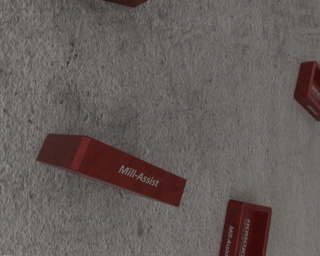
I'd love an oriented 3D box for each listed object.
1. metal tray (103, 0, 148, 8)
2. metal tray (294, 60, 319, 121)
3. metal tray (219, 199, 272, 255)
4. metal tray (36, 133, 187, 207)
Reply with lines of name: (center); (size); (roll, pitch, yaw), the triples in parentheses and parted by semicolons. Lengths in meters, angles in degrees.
metal tray: (-0.072, -0.193, 0.340); (0.131, 0.030, 0.089); (-4, 93, -40)
metal tray: (0.352, -0.080, 0.695); (0.131, 0.030, 0.090); (29, 72, -36)
metal tray: (0.144, 0.192, 0.521); (0.091, 0.030, 0.129); (20, 78, -38)
metal tray: (-0.048, 0.045, 0.322); (0.131, 0.090, 0.030); (29, 72, -36)
